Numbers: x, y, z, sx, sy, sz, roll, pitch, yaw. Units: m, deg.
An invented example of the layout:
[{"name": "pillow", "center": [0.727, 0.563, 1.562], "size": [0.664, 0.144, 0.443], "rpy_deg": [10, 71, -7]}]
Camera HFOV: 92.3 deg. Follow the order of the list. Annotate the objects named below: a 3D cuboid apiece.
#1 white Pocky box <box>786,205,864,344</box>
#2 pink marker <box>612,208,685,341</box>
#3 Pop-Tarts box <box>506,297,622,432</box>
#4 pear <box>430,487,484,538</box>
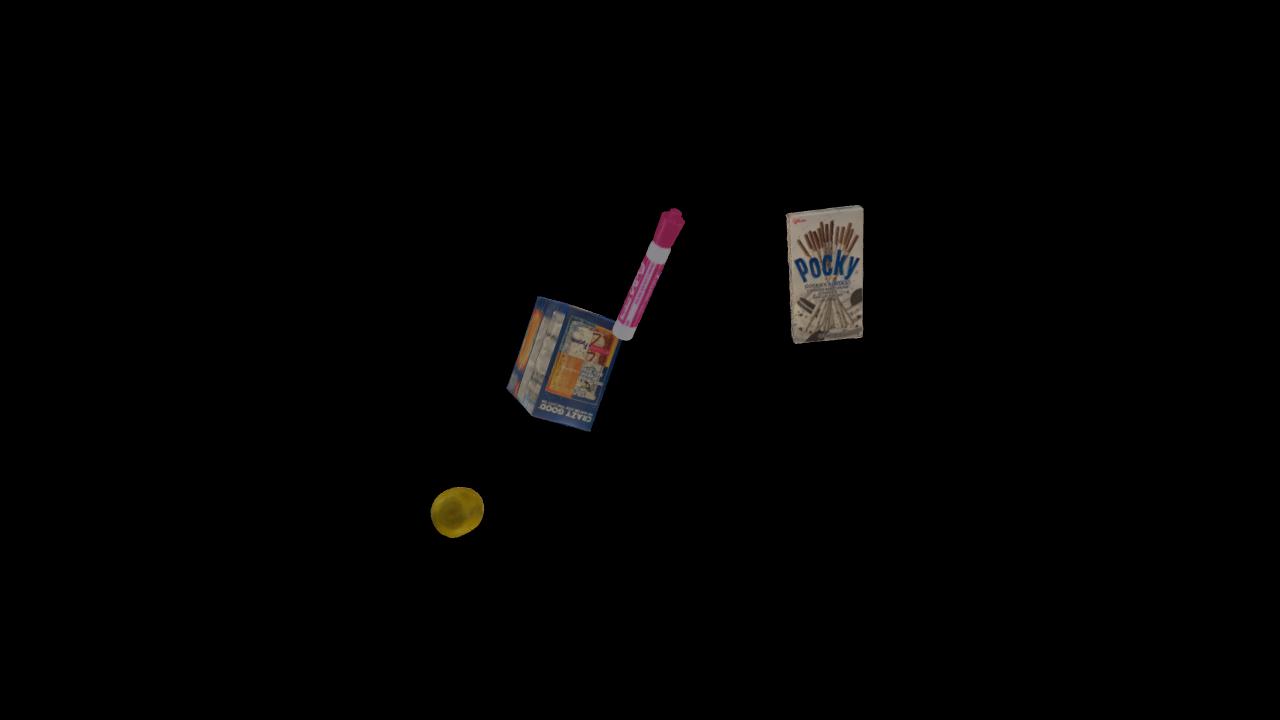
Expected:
[{"name": "white Pocky box", "center": [0.216, -0.097, 0.716], "size": [0.084, 0.154, 0.028], "rpy_deg": [-5, 21, 6]}, {"name": "pink marker", "center": [0.006, -0.066, 0.490], "size": [0.020, 0.121, 0.020], "rpy_deg": [16, 37, -13]}, {"name": "Pop-Tarts box", "center": [-0.101, -0.001, 0.804], "size": [0.083, 0.141, 0.167], "rpy_deg": [19, 1, -24]}, {"name": "pear", "center": [-0.280, 0.237, 0.961], "size": [0.080, 0.080, 0.111], "rpy_deg": [0, -15, -4]}]
